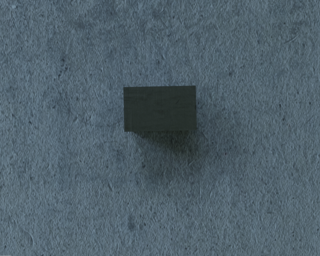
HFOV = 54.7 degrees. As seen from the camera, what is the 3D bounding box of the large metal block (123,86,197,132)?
[{"bbox_3d":[0.000,-0.022,0.384,0.081,0.080,0.050,-1,90,-1],"label":"large metal block"}]
